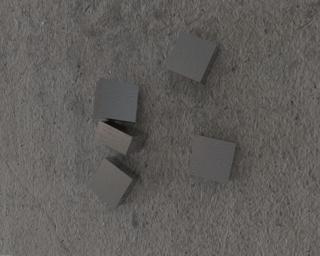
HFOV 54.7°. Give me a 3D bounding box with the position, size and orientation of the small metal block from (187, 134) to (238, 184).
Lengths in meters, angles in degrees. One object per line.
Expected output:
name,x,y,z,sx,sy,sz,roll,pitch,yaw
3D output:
small metal block,0.066,0.037,0.386,0.050,0.025,0.050,12,94,19

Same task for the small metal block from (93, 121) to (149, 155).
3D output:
small metal block,-0.051,0.011,0.413,0.050,0.050,0.025,25,101,18

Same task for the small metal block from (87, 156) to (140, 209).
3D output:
small metal block,-0.064,0.075,0.432,0.050,0.025,0.050,34,101,16

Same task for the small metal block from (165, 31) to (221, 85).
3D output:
small metal block,0.042,-0.089,0.394,0.050,0.025,0.050,26,98,18

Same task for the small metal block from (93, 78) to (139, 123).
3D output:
small metal block,-0.058,-0.035,0.411,0.025,0.050,0.050,-3,80,59
